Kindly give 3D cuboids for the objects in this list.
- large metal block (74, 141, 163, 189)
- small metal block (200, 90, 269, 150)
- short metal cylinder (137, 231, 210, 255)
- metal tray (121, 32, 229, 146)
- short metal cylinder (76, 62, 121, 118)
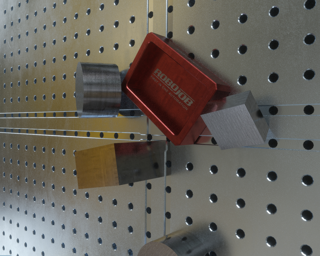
[{"bbox_3d":[-0.055,0.049,0.419,0.080,0.081,0.050,-13,82,39],"label":"large metal block"},{"bbox_3d":[0.079,-0.007,0.327,0.050,0.025,0.050,-14,120,39],"label":"small metal block"},{"bbox_3d":[0.017,0.173,0.379,0.080,0.050,0.079,0,90,40],"label":"short metal cylinder"},{"bbox_3d":[0.013,-0.051,0.395,0.130,0.030,0.089,46,117,30],"label":"metal tray"},{"bbox_3d":[-0.091,-0.054,0.448,0.080,0.050,0.079,179,90,-67],"label":"short metal cylinder"}]
